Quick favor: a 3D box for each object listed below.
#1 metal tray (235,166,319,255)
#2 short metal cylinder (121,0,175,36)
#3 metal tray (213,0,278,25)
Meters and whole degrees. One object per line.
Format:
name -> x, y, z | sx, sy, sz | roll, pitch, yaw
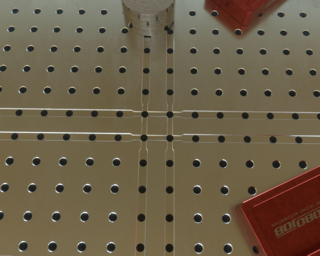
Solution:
metal tray -> 0.170, 0.107, 0.370 | 0.131, 0.030, 0.090 | -23, 72, -8
short metal cylinder -> -0.017, -0.187, 0.467 | 0.081, 0.050, 0.080 | 0, 70, 0
metal tray -> 0.151, -0.234, 0.495 | 0.130, 0.030, 0.090 | -40, 75, -13
